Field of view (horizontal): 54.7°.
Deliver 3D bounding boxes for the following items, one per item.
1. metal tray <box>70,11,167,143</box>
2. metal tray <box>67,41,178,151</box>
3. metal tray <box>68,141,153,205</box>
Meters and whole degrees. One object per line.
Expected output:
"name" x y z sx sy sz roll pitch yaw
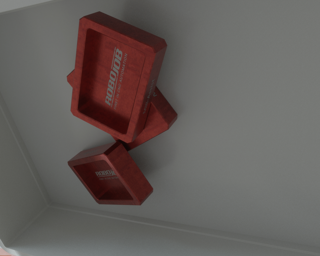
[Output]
"metal tray" -0.053 -0.054 0.358 0.090 0.030 0.129 26 128 11
"metal tray" -0.050 -0.040 0.406 0.090 0.030 0.130 -30 102 37
"metal tray" -0.079 0.072 0.468 0.130 0.030 0.090 -16 111 50
